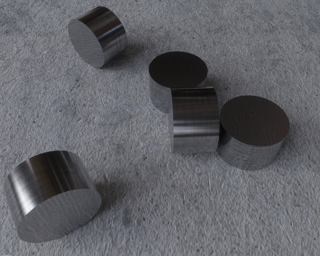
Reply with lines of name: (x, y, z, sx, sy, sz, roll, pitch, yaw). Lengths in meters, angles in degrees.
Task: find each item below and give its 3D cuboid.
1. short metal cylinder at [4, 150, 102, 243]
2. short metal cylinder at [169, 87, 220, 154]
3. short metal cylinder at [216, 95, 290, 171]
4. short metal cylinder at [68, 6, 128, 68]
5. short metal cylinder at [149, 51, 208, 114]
short metal cylinder: (-0.106, 0.068, 0.309, 0.081, 0.080, 0.050, -25, 55, -19)
short metal cylinder: (0.038, -0.009, 0.376, 0.050, 0.080, 0.080, -2, 50, -2)
short metal cylinder: (0.111, 0.005, 0.383, 0.080, 0.050, 0.080, 0, 50, 0)
short metal cylinder: (-0.097, -0.142, 0.486, 0.080, 0.080, 0.050, 33, 58, 24)
short metal cylinder: (0.025, -0.065, 0.441, 0.080, 0.050, 0.080, 0, 50, 0)
